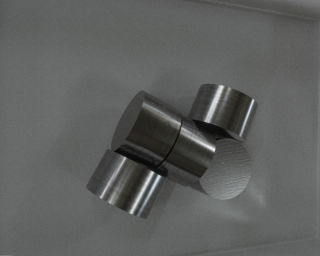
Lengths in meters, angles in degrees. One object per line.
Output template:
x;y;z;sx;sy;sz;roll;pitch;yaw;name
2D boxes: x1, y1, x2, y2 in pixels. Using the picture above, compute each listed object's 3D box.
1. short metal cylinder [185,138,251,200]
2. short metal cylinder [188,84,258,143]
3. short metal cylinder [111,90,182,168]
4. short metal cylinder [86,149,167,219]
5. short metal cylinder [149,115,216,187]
0.076;0.053;0.425;0.081;0.050;0.079;0;90;-21;short metal cylinder
0.082;-0.018;0.411;0.080;0.080;0.050;24;82;-19;short metal cylinder
-0.018;0.002;0.374;0.050;0.080;0.080;27;81;-18;short metal cylinder
-0.039;0.065;0.366;0.080;0.080;0.050;31;80;-18;short metal cylinder
0.025;0.027;0.391;0.050;0.080;0.080;28;81;-18;short metal cylinder
